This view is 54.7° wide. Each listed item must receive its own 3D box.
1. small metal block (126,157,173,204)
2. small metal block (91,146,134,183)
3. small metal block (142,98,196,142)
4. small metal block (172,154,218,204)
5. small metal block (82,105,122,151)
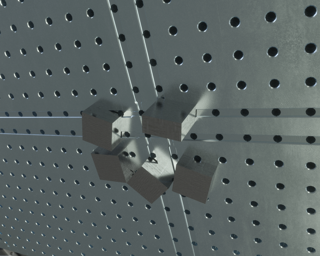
[{"bbox_3d":[-0.014,0.079,0.466,0.050,0.025,0.050,40,129,0],"label":"small metal block"},{"bbox_3d":[-0.073,0.056,0.482,0.050,0.025,0.050,2,119,27],"label":"small metal block"},{"bbox_3d":[0.012,-0.012,0.381,0.050,0.050,0.025,13,124,21],"label":"small metal block"},{"bbox_3d":[0.047,0.071,0.429,0.050,0.025,0.050,18,126,17],"label":"small metal block"},{"bbox_3d":[-0.086,0.000,0.454,0.050,0.025,0.050,19,126,16],"label":"small metal block"}]
